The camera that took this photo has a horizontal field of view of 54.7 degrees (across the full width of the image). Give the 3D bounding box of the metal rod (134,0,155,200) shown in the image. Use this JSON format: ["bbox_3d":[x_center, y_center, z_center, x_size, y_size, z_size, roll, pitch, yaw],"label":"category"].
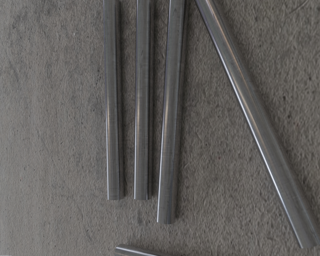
[{"bbox_3d":[-0.021,-0.053,0.422,0.025,0.025,0.298,1,91,40],"label":"metal rod"}]

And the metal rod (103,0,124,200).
[{"bbox_3d":[-0.069,-0.045,0.462,0.025,0.025,0.298,-3,88,40],"label":"metal rod"}]

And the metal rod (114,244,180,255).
[{"bbox_3d":[0.058,0.169,0.356,0.300,0.025,0.025,-7,86,39],"label":"metal rod"}]

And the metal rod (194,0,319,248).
[{"bbox_3d":[0.095,-0.029,0.326,0.025,0.025,0.299,-30,71,36],"label":"metal rod"}]

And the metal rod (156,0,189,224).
[{"bbox_3d":[0.016,-0.029,0.391,0.025,0.025,0.298,6,94,40],"label":"metal rod"}]
